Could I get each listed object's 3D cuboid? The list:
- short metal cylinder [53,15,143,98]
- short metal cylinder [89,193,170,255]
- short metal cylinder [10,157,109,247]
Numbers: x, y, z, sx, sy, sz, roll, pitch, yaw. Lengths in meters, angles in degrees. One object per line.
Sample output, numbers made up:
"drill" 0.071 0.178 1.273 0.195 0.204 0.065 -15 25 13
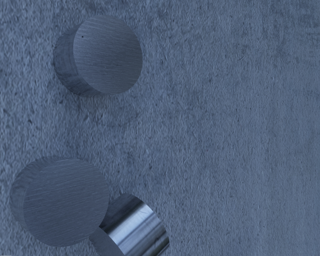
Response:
"short metal cylinder" -0.066 -0.074 0.333 0.081 0.050 0.080 0 90 -40
"short metal cylinder" -0.036 0.119 0.339 0.050 0.080 0.080 -35 112 -35
"short metal cylinder" -0.098 0.069 0.304 0.081 0.050 0.080 1 88 -38
